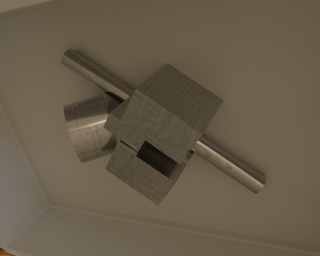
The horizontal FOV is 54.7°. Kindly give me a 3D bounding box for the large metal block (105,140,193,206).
[{"bbox_3d":[-0.009,0.038,0.399,0.080,0.080,0.050,34,129,5],"label":"large metal block"}]

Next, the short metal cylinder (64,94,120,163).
[{"bbox_3d":[-0.089,0.001,0.409,0.050,0.080,0.079,-17,116,-8],"label":"short metal cylinder"}]

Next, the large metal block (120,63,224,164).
[{"bbox_3d":[0.015,-0.019,0.352,0.080,0.080,0.050,35,129,5],"label":"large metal block"}]

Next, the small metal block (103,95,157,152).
[{"bbox_3d":[-0.030,-0.007,0.372,0.050,0.050,0.025,35,129,4],"label":"small metal block"}]

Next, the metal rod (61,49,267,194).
[{"bbox_3d":[0.001,-0.012,0.399,0.301,0.025,0.025,34,129,5],"label":"metal rod"}]
